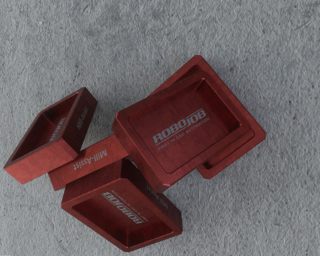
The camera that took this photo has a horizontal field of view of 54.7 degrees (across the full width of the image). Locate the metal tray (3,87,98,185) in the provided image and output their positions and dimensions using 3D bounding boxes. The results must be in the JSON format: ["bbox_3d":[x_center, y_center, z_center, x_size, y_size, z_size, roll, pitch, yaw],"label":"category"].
[{"bbox_3d":[-0.137,0.005,0.407,0.090,0.130,0.030,-25,120,18],"label":"metal tray"}]

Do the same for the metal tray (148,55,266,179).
[{"bbox_3d":[0.056,-0.014,0.387,0.090,0.030,0.130,-40,78,15],"label":"metal tray"}]

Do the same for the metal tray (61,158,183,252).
[{"bbox_3d":[-0.041,0.100,0.377,0.090,0.130,0.030,-26,37,18],"label":"metal tray"}]

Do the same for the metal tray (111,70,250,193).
[{"bbox_3d":[0.025,-0.001,0.341,0.131,0.030,0.090,-30,77,-28],"label":"metal tray"}]

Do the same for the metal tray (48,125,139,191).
[{"bbox_3d":[-0.065,0.037,0.397,0.130,0.090,0.030,-26,82,18],"label":"metal tray"}]
